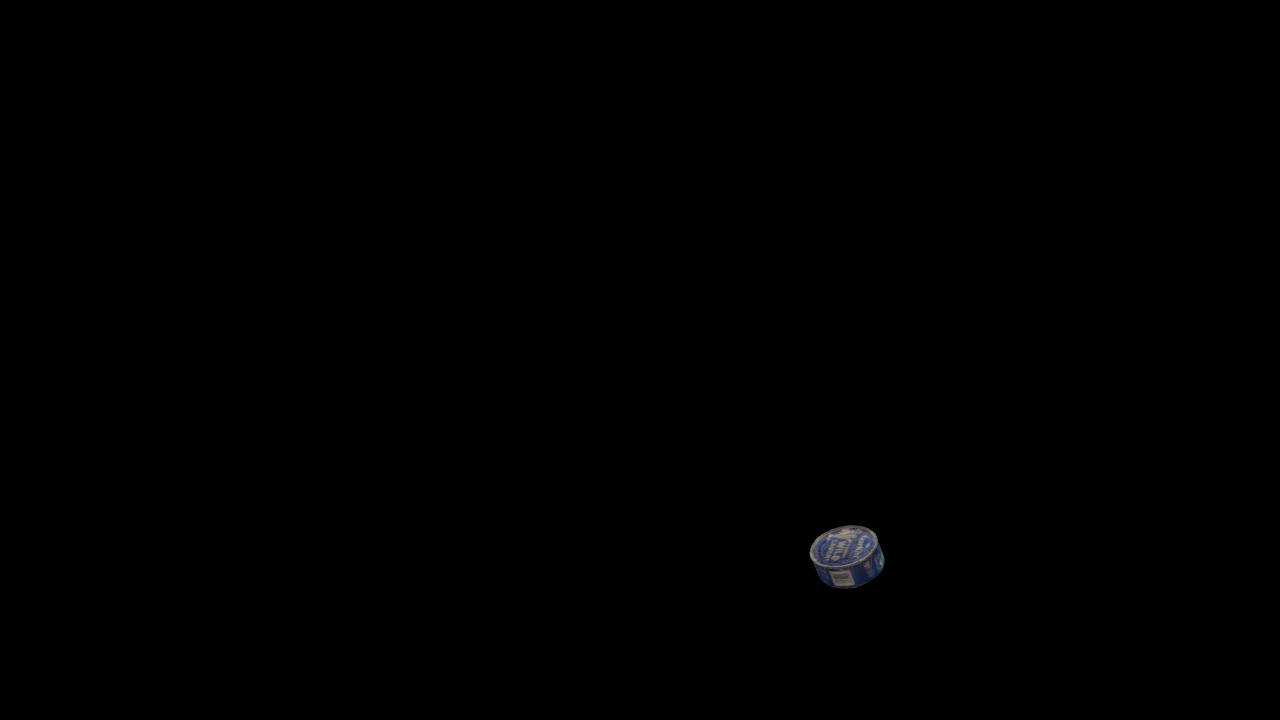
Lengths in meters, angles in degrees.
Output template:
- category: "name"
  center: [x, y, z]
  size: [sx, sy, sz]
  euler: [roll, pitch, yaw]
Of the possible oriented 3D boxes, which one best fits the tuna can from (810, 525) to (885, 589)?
- category: "tuna can"
  center: [0.255, 0.242, 0.758]
  size: [0.084, 0.034, 0.084]
  euler: [-23, 10, 4]
